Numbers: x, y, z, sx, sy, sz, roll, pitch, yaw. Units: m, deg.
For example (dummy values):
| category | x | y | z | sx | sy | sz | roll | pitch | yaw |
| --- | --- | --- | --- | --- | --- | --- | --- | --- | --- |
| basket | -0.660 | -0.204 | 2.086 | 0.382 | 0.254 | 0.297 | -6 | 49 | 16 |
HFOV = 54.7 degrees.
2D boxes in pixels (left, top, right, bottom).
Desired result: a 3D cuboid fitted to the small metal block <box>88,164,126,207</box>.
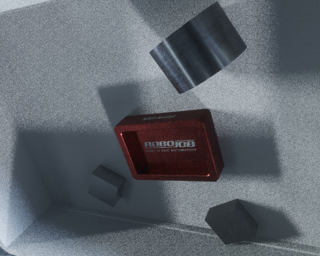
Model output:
| category | x | y | z | sx | sy | sz | roll | pitch | yaw |
| --- | --- | --- | --- | --- | --- | --- | --- | --- | --- |
| small metal block | -0.088 | 0.096 | 0.513 | 0.050 | 0.025 | 0.050 | 26 | 127 | 11 |

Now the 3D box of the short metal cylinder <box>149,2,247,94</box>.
| category | x | y | z | sx | sy | sz | roll | pitch | yaw |
| --- | --- | --- | --- | --- | --- | --- | --- | --- | --- |
| short metal cylinder | 0.037 | -0.078 | 0.305 | 0.080 | 0.080 | 0.050 | -29 | 103 | 37 |

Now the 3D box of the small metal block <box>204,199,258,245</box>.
| category | x | y | z | sx | sy | sz | roll | pitch | yaw |
| --- | --- | --- | --- | --- | --- | --- | --- | --- | --- |
| small metal block | 0.101 | 0.133 | 0.437 | 0.050 | 0.025 | 0.050 | -32 | 101 | 38 |

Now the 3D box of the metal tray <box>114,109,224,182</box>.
| category | x | y | z | sx | sy | sz | roll | pitch | yaw |
| --- | --- | --- | --- | --- | --- | --- | --- | --- | --- |
| metal tray | 0.011 | 0.026 | 0.414 | 0.130 | 0.030 | 0.089 | -4 | 117 | 29 |
